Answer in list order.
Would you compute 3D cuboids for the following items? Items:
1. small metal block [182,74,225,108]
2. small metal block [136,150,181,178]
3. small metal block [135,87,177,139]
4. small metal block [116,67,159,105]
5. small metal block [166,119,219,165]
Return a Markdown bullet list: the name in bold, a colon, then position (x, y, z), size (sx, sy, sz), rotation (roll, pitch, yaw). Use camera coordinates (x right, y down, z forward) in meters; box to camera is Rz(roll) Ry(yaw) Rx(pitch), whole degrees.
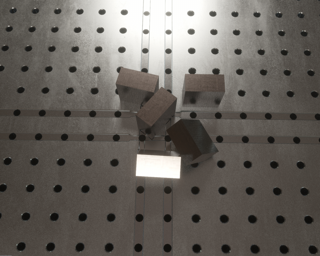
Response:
- **small metal block**: position (0.057, -0.049, 0.417), size (0.050, 0.050, 0.025), rotation (1, 70, 0)
- **small metal block**: position (-0.001, 0.043, 0.380), size (0.050, 0.050, 0.025), rotation (3, 93, 1)
- **small metal block**: position (-0.004, -0.019, 0.405), size (0.025, 0.050, 0.050), rotation (38, 74, 12)
- **small metal block**: position (-0.029, -0.053, 0.418), size (0.050, 0.050, 0.025), rotation (13, 71, 4)
- **small metal block**: position (0.042, 0.017, 0.390), size (0.025, 0.050, 0.050), rotation (-39, 71, 27)
